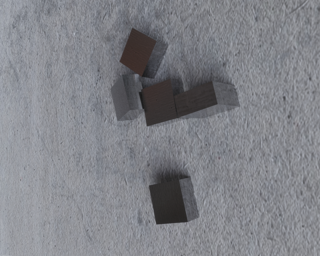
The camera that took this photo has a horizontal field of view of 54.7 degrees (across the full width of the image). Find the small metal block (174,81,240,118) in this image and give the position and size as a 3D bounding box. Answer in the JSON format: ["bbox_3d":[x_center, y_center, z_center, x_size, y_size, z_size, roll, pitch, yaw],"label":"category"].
[{"bbox_3d":[0.053,-0.030,0.345,0.050,0.050,0.025,-19,78,38],"label":"small metal block"}]

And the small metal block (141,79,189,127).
[{"bbox_3d":[0.006,-0.031,0.400,0.050,0.025,0.050,-15,81,39],"label":"small metal block"}]

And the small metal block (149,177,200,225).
[{"bbox_3d":[0.017,0.092,0.391,0.050,0.025,0.050,-19,78,38],"label":"small metal block"}]

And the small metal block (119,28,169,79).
[{"bbox_3d":[-0.023,-0.102,0.424,0.050,0.025,0.050,38,113,33],"label":"small metal block"}]

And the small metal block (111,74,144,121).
[{"bbox_3d":[-0.044,-0.041,0.431,0.050,0.025,0.050,-32,69,59],"label":"small metal block"}]
